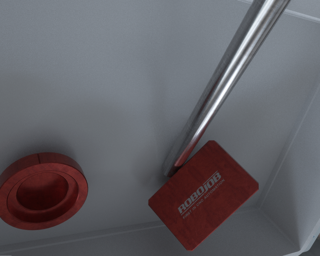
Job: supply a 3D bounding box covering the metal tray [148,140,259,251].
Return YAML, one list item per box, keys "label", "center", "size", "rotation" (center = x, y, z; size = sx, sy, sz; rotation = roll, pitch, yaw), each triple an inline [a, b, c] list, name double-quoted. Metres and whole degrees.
- label: "metal tray"
  center: [0.059, 0.092, 0.430]
  size: [0.130, 0.090, 0.030]
  rotation: [-46, 163, 7]

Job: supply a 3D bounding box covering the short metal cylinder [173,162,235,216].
- label: "short metal cylinder"
  center: [0.065, 0.096, 0.471]
  size: [0.050, 0.080, 0.080]
  rotation: [23, 106, -37]

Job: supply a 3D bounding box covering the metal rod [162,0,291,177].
- label: "metal rod"
  center: [0.053, -0.023, 0.343]
  size: [0.025, 0.025, 0.298]
  rotation: [-10, 149, -24]

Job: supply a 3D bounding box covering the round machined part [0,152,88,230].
- label: "round machined part"
  center: [-0.139, 0.069, 0.365]
  size: [0.099, 0.042, 0.097]
  rotation: [-14, 125, -21]
